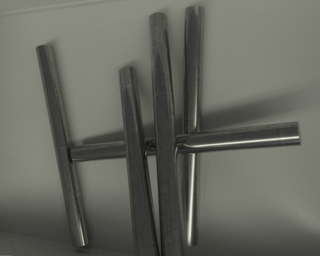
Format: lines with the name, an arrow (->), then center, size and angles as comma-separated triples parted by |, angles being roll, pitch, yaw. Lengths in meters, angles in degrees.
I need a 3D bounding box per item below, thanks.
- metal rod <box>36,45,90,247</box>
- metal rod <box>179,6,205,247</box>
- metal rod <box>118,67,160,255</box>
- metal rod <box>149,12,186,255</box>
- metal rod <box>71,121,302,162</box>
metal rod -> -0.145, 0.023, 0.461 | 0.025, 0.025, 0.298 | -14, 85, 19
metal rod -> 0.040, -0.002, 0.396 | 0.025, 0.025, 0.298 | 2, 91, 20
metal rod -> -0.025, 0.053, 0.356 | 0.025, 0.025, 0.299 | -20, 59, 19
metal rod -> 0.006, -0.005, 0.362 | 0.025, 0.025, 0.299 | -11, 69, 19
metal rod -> 0.009, 0.022, 0.383 | 0.300, 0.025, 0.025 | -7, 88, 28
